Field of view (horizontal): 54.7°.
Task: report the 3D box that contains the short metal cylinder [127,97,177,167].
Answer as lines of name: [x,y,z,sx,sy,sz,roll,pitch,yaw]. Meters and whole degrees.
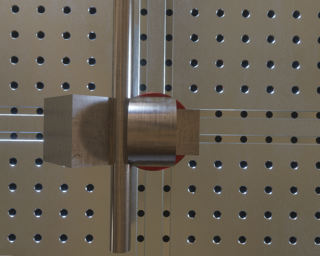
short metal cylinder: [-0.008,0.004,0.356,0.050,0.080,0.079,1,90,0]

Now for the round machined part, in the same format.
round machined part: [-0.008,0.004,0.404,0.099,0.042,0.097,0,90,-1]

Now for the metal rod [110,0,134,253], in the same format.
metal rod: [-0.046,-0.004,0.371,0.025,0.025,0.298,1,90,-1]

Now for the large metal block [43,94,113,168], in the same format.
large metal block: [-0.102,0.003,0.379,0.050,0.080,0.079,1,90,-42]

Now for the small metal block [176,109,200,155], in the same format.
small metal block: [0.030,0.004,0.359,0.025,0.050,0.050,1,90,0]
